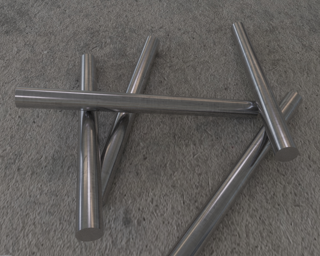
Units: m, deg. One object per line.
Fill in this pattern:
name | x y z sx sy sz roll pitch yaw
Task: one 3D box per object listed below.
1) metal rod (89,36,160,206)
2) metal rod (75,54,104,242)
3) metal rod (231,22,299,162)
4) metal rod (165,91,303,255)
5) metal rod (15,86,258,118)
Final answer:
metal rod | -0.042 -0.033 0.430 0.025 0.025 0.300 9 50 7
metal rod | -0.089 -0.006 0.386 0.025 0.025 0.300 -8 44 -6
metal rod | 0.139 -0.075 0.445 0.025 0.025 0.300 0 44 0
metal rod | 0.097 0.050 0.361 0.025 0.025 0.301 31 56 23
metal rod | -0.018 -0.031 0.393 0.302 0.025 0.025 2 49 -13
